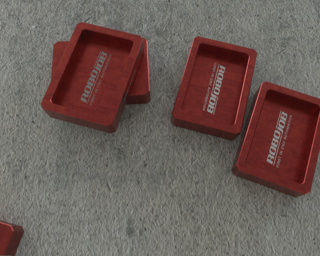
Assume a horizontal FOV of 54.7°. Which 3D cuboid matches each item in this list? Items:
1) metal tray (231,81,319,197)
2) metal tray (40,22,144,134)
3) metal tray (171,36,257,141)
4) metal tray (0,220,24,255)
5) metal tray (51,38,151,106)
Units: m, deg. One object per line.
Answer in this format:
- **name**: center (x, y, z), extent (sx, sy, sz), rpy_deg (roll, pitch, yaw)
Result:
- **metal tray**: center (0.156, 0.012, 0.401), extent (0.090, 0.030, 0.130), rpy_deg (20, 71, 7)
- **metal tray**: center (-0.082, -0.066, 0.396), extent (0.090, 0.030, 0.130), rpy_deg (15, 71, 5)
- **metal tray**: center (0.075, -0.056, 0.426), extent (0.090, 0.030, 0.130), rpy_deg (15, 71, 5)
- **metal tray**: center (-0.238, 0.140, 0.352), extent (0.131, 0.030, 0.090), rpy_deg (15, 71, 5)
- **metal tray**: center (-0.081, -0.078, 0.433), extent (0.131, 0.030, 0.090), rpy_deg (-3, 70, -1)
